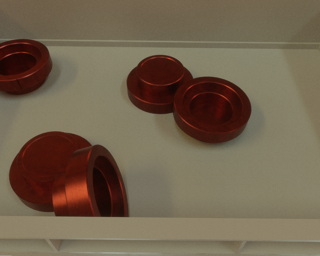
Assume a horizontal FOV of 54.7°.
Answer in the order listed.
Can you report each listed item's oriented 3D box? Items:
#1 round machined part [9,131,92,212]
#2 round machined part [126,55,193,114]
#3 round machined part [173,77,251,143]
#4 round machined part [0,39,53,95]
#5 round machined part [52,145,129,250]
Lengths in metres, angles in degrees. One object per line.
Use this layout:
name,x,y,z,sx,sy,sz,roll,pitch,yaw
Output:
round machined part,-0.123,0.042,0.357,0.099,0.042,0.098,0,50,0
round machined part,0.000,-0.070,0.453,0.099,0.042,0.098,0,50,0
round machined part,0.066,-0.020,0.409,0.099,0.042,0.098,2,52,-2
round machined part,-0.212,-0.088,0.465,0.099,0.042,0.098,0,50,0
round machined part,-0.068,0.068,0.303,0.042,0.098,0.098,-16,50,9
